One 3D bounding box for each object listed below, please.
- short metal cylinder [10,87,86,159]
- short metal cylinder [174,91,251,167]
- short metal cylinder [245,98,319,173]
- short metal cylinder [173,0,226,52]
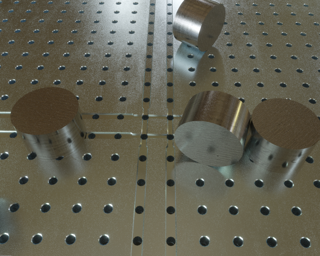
[{"bbox_3d":[-0.140,-0.007,0.396,0.081,0.050,0.080,0,50,0],"label":"short metal cylinder"},{"bbox_3d":[0.063,0.002,0.370,0.080,0.080,0.050,16,52,13],"label":"short metal cylinder"},{"bbox_3d":[0.150,0.009,0.385,0.081,0.050,0.080,0,50,0],"label":"short metal cylinder"},{"bbox_3d":[0.066,-0.176,0.520,0.050,0.080,0.080,33,57,24],"label":"short metal cylinder"}]
